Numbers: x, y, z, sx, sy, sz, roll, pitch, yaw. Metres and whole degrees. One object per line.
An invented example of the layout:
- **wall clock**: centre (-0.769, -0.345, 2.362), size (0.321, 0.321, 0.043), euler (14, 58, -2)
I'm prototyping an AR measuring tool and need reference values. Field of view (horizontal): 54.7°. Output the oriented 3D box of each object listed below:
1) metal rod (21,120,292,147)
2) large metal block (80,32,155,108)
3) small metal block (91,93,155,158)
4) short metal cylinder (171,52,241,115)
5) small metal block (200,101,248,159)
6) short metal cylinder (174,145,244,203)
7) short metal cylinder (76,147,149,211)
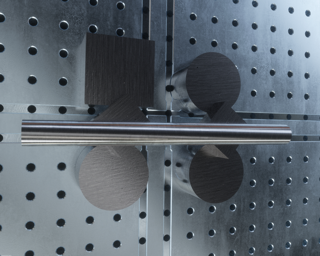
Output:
- **metal rod**: centre (0.015, 0.006, 0.338), size (0.302, 0.025, 0.025), euler (1, 90, -20)
- **large metal block**: centre (-0.053, -0.065, 0.379), size (0.081, 0.050, 0.080), euler (1, 90, -20)
- **small metal block**: centre (-0.043, -0.003, 0.344), size (0.050, 0.025, 0.050), euler (-42, 103, -15)
- **short metal cylinder**: centre (0.061, -0.058, 0.422), size (0.081, 0.050, 0.080), euler (0, 90, -20)
- **small metal block**: centre (0.077, 0.003, 0.388), size (0.050, 0.025, 0.050), euler (42, 77, -15)
- **short metal cylinder**: centre (0.066, 0.057, 0.424), size (0.081, 0.050, 0.080), euler (0, 90, -20)
- **short metal cylinder**: centre (-0.060, 0.054, 0.376), size (0.081, 0.050, 0.080), euler (0, 90, -20)
